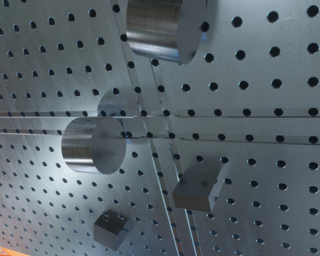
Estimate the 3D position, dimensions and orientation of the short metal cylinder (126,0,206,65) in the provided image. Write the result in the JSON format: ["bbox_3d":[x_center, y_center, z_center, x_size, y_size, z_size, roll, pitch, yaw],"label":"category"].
[{"bbox_3d":[0.009,-0.107,0.305,0.050,0.080,0.079,15,125,20],"label":"short metal cylinder"}]

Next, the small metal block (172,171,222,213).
[{"bbox_3d":[0.051,0.085,0.421,0.050,0.050,0.025,1,119,28],"label":"small metal block"}]

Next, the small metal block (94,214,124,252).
[{"bbox_3d":[-0.097,0.198,0.585,0.050,0.025,0.050,20,126,16],"label":"small metal block"}]

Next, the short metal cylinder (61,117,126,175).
[{"bbox_3d":[-0.091,0.024,0.439,0.050,0.080,0.080,0,118,28],"label":"short metal cylinder"}]
